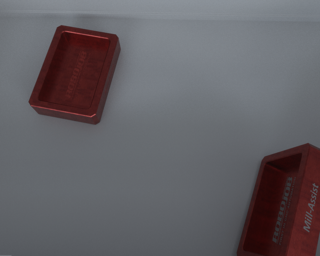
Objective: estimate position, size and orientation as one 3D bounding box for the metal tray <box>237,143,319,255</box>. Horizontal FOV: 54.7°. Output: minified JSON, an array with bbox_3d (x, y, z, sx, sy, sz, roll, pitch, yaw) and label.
[{"bbox_3d":[0.135,0.088,0.340,0.030,0.090,0.130,25,70,-7],"label":"metal tray"}]

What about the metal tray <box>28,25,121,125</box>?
[{"bbox_3d":[-0.115,-0.076,0.433,0.091,0.030,0.130,11,70,3],"label":"metal tray"}]
